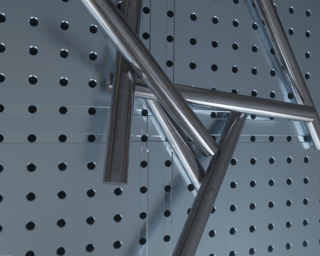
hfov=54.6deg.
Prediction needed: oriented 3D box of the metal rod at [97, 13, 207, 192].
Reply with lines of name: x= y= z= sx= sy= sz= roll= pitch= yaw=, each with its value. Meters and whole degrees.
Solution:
metal rod: x=-0.004 y=-0.034 z=0.410 sx=0.025 sy=0.025 sz=0.299 roll=-33 pitch=101 yaw=-17

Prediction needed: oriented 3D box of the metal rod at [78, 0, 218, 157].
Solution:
metal rod: x=-0.014 y=-0.065 z=0.336 sx=0.025 sy=0.025 sz=0.300 roll=-50 pitch=125 yaw=-13

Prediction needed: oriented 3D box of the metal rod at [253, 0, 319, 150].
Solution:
metal rod: x=0.200 y=-0.102 z=0.485 sx=0.025 sy=0.025 sz=0.299 roll=-30 pitch=100 yaw=-17

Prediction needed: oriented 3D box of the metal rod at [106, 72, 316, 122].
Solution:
metal rod: x=0.081 y=-0.037 z=0.412 sx=0.302 sy=0.025 sz=0.025 roll=7 pitch=88 yaw=-19

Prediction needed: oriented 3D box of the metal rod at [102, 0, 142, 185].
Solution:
metal rod: x=-0.037 y=-0.086 z=0.354 sx=0.025 sy=0.025 sz=0.299 roll=10 pitch=70 yaw=-20

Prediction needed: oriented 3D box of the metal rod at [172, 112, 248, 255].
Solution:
metal rod: x=0.063 y=0.084 z=0.405 sx=0.025 sy=0.025 sz=0.300 roll=33 pitch=68 yaw=-17
